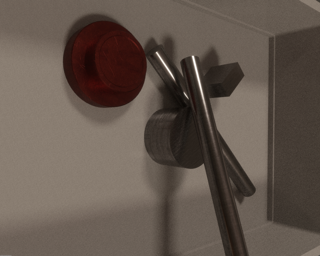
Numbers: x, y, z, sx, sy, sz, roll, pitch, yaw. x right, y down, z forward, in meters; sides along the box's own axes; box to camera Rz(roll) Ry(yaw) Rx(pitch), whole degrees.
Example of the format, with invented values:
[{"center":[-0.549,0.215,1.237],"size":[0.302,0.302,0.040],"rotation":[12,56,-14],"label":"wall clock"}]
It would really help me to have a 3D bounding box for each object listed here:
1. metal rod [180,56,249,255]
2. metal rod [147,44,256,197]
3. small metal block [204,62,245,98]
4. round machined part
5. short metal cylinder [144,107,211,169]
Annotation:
[{"center":[0.068,0.055,0.364],"size":[0.025,0.025,0.299],"rotation":[0,72,-40],"label":"metal rod"},{"center":[0.074,0.005,0.470],"size":[0.300,0.025,0.025],"rotation":[52,59,-27],"label":"metal rod"},{"center":[0.091,-0.071,0.469],"size":[0.050,0.050,0.025],"rotation":[-51,120,-28],"label":"small metal block"},{"center":[-0.054,-0.073,0.352],"size":[0.099,0.042,0.097],"rotation":[0,90,-40],"label":"round machined part"},{"center":[0.026,0.012,0.414],"size":[0.081,0.050,0.079],"rotation":[0,90,-40],"label":"short metal cylinder"}]
